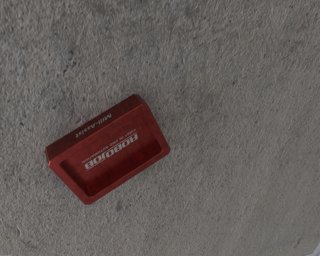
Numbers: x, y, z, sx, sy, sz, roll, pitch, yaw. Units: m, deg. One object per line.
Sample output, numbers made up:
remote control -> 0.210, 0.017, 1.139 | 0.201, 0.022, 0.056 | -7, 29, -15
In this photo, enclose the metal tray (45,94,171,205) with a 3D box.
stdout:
metal tray -> -0.061, 0.028, 0.387 | 0.130, 0.030, 0.090 | -32, 129, -7
